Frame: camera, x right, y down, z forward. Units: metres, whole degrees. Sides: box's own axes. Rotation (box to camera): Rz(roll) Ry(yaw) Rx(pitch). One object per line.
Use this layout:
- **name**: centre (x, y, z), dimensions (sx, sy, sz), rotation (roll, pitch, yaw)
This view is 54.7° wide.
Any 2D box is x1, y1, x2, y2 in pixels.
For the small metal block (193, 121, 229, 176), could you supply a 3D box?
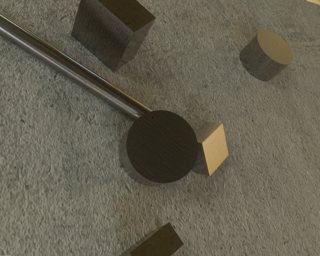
- **small metal block**: centre (0.063, 0.026, 0.405), dimensions (0.050, 0.025, 0.050), rotation (-38, 123, -39)

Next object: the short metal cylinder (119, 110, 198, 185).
- **short metal cylinder**: centre (-0.003, 0.025, 0.356), dimensions (0.081, 0.050, 0.080), rotation (4, 76, -16)

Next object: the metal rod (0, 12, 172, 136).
- **metal rod**: centre (-0.087, -0.058, 0.392), dimensions (0.301, 0.025, 0.025), rotation (33, 52, -7)

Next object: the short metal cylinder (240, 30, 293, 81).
- **short metal cylinder**: centre (0.197, -0.134, 0.575), dimensions (0.081, 0.050, 0.080), rotation (14, 56, -21)

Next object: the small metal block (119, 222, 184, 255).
- **small metal block**: centre (-0.012, 0.123, 0.306), dimensions (0.050, 0.050, 0.025), rotation (-27, 77, -37)

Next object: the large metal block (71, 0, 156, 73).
- **large metal block**: centre (-0.065, -0.137, 0.417), dimensions (0.080, 0.080, 0.050), rotation (42, 51, 0)
